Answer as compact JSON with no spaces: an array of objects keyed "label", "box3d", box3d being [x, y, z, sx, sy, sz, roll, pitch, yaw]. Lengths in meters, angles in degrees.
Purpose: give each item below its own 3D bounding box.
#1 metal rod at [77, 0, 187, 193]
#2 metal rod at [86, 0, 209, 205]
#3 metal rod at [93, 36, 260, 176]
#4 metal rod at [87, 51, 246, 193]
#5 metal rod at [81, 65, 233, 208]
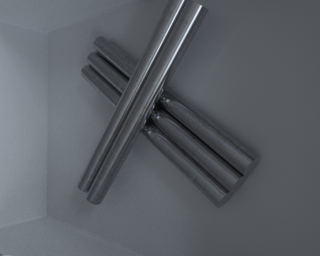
[{"label":"metal rod","box3d":[-0.043,-0.031,0.408,0.025,0.025,0.298,45,117,31]},{"label":"metal rod","box3d":[-0.027,-0.016,0.395,0.025,0.025,0.298,45,117,31]},{"label":"metal rod","box3d":[0.002,-0.045,0.404,0.300,0.025,0.025,42,116,31]},{"label":"metal rod","box3d":[-0.010,-0.025,0.413,0.300,0.025,0.025,42,116,32]},{"label":"metal rod","box3d":[-0.022,-0.006,0.423,0.300,0.025,0.025,42,116,32]}]
